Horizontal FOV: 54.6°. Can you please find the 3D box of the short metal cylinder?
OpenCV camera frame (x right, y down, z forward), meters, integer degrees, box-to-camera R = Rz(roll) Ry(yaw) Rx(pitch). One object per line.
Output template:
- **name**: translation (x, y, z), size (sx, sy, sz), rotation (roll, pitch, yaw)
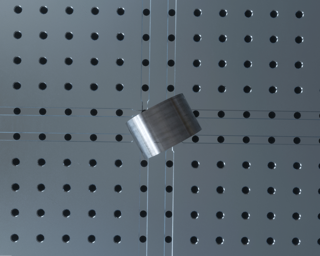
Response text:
- **short metal cylinder**: translation (0.005, -0.002, 0.385), size (0.080, 0.080, 0.050), rotation (-28, 89, 0)
